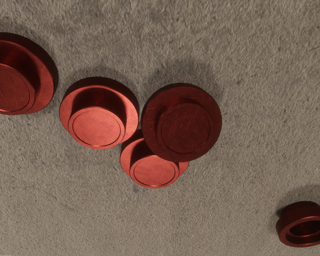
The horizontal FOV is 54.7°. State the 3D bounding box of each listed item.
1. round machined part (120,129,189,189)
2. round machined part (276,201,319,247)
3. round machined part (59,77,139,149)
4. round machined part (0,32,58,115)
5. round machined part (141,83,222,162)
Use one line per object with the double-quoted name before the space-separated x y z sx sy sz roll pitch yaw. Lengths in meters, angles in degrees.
"round machined part" -0.008 0.048 0.437 0.099 0.042 0.097 -1 130 0
"round machined part" 0.252 0.164 0.540 0.099 0.042 0.097 -1 130 0
"round machined part" -0.076 -0.011 0.385 0.099 0.042 0.097 -1 130 0
"round machined part" -0.170 -0.053 0.348 0.099 0.042 0.097 -1 130 0
"round machined part" 0.027 -0.003 0.372 0.099 0.042 0.097 -2 108 -6
